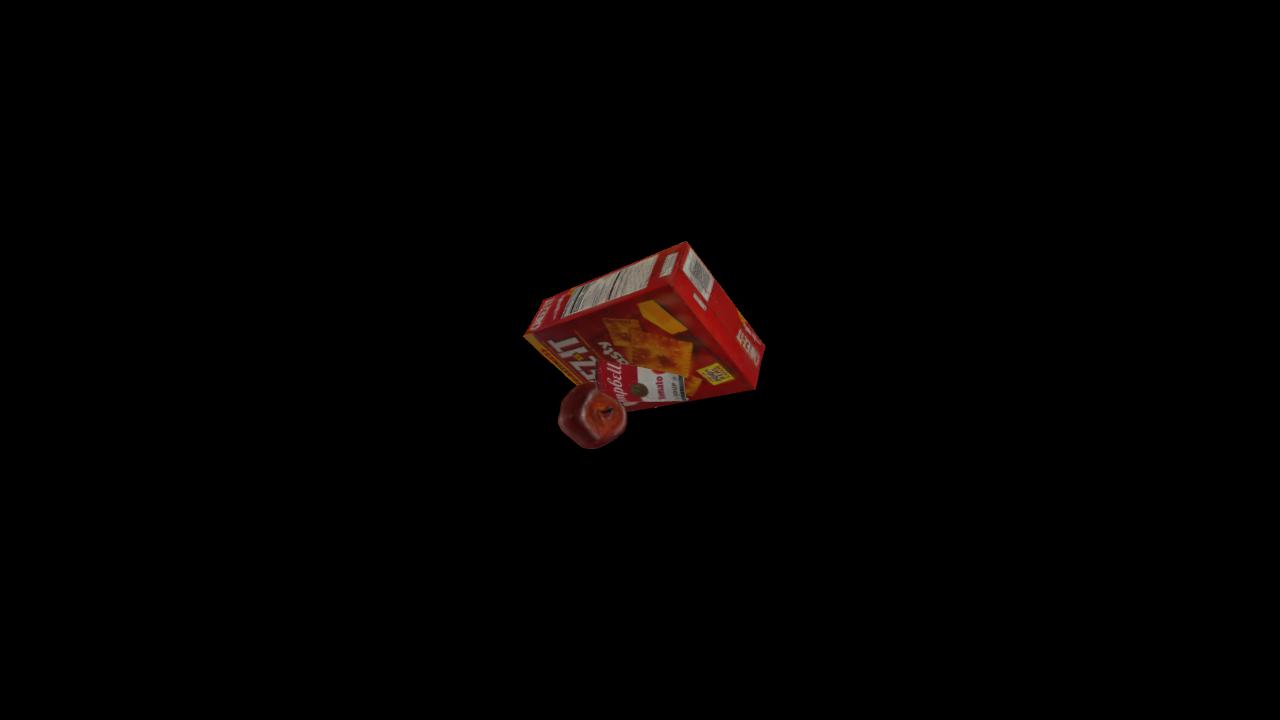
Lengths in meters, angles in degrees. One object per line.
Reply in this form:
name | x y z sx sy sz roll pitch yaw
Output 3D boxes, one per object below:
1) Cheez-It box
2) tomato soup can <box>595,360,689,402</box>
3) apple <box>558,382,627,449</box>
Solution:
Cheez-It box | 0.003 -0.022 0.693 0.223 0.071 0.166 -14 -49 39
tomato soup can | 0.006 0.015 0.706 0.101 0.068 0.068 -1 0 12
apple | -0.056 0.065 0.720 0.079 0.079 0.093 0 -9 -31
